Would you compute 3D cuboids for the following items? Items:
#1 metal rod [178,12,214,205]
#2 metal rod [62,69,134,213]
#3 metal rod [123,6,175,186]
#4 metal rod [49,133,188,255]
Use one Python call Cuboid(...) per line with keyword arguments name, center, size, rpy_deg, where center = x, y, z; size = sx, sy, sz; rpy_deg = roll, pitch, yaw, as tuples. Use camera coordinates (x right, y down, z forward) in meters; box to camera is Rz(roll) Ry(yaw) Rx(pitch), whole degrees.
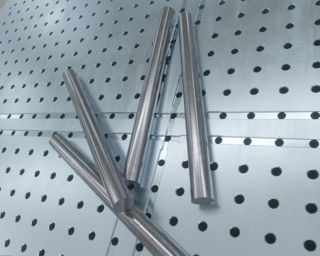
Cuboid(name="metal rod", center=(0.043, -0.048, 0.415), size=(0.025, 0.025, 0.300), rpy_deg=(-14, 56, 20))
Cuboid(name="metal rod", center=(-0.101, -0.004, 0.448), size=(0.025, 0.025, 0.300), rpy_deg=(-37, 46, 3))
Cuboid(name="metal rod", center=(-0.012, -0.063, 0.453), size=(0.025, 0.025, 0.300), rpy_deg=(-4, 60, 26))
Cuboid(name="metal rod", center=(-0.062, 0.085, 0.389), size=(0.300, 0.025, 0.025), rpy_deg=(33, 81, 38))
